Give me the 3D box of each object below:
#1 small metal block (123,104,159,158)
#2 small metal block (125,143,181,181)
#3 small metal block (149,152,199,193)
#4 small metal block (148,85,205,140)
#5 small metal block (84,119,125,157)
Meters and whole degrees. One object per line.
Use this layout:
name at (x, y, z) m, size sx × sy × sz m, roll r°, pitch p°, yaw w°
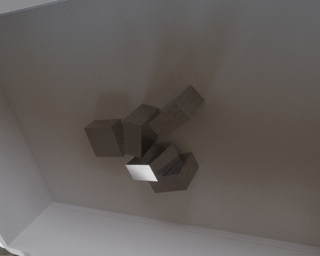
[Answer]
small metal block at (-0.024, 0.003, 0.407) m, size 0.025 × 0.050 × 0.050 m, roll 16°, pitch 125°, yaw 19°
small metal block at (-0.009, 0.046, 0.419) m, size 0.050 × 0.050 × 0.025 m, roll -7°, pitch 115°, yaw 48°
small metal block at (0.019, 0.061, 0.420) m, size 0.050 × 0.050 × 0.025 m, roll -14°, pitch 112°, yaw 34°
small metal block at (0.020, -0.019, 0.370) m, size 0.025 × 0.050 × 0.050 m, roll 48°, pitch 129°, yaw -5°
small metal block at (-0.077, 0.015, 0.459) m, size 0.050 × 0.025 × 0.050 m, roll -3°, pitch 117°, yaw 29°
